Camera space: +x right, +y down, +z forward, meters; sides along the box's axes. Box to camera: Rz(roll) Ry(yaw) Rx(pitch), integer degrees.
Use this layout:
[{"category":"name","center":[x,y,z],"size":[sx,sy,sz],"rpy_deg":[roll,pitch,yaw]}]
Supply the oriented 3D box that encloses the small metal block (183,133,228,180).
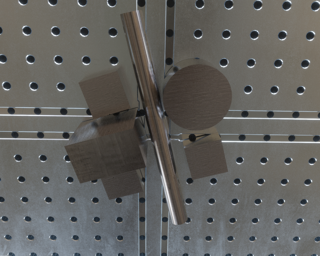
[{"category":"small metal block","center":[0.063,0.039,0.428],"size":[0.050,0.025,0.050],"rpy_deg":[-14,110,4]}]

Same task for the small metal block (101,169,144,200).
[{"category":"small metal block","center":[-0.054,0.068,0.438],"size":[0.050,0.025,0.050],"rpy_deg":[-15,110,5]}]

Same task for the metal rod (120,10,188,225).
[{"category":"metal rod","center":[-0.003,0.001,0.413],"size":[0.025,0.025,0.298],"rpy_deg":[-12,110,4]}]

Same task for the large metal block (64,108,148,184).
[{"category":"large metal block","center":[-0.062,0.019,0.389],"size":[0.080,0.080,0.050],"rpy_deg":[-14,110,5]}]

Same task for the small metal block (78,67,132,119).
[{"category":"small metal block","center":[-0.068,-0.044,0.396],"size":[0.050,0.025,0.050],"rpy_deg":[-16,110,5]}]

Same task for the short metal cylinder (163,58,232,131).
[{"category":"short metal cylinder","center":[0.044,-0.043,0.384],"size":[0.081,0.050,0.079],"rpy_deg":[0,110,-1]}]
